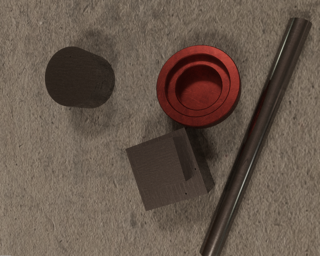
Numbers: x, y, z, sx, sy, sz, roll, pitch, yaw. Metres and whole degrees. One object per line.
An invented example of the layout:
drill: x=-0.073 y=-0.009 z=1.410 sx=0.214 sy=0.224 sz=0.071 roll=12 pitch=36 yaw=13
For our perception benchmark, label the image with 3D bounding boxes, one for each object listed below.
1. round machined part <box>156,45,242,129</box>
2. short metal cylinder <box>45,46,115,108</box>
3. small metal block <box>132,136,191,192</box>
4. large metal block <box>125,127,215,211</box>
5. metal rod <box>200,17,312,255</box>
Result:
round machined part: x=0.049 y=-0.047 z=0.377 sx=0.098 sy=0.042 sz=0.097 roll=-3 pitch=80 yaw=17
short metal cylinder: x=-0.111 y=-0.068 z=0.433 sx=0.080 sy=0.050 sz=0.079 roll=0 pitch=90 yaw=19
small metal block: x=0.002 y=0.041 z=0.354 sx=0.050 sy=0.025 sz=0.050 roll=-18 pitch=84 yaw=18
large metal block: x=0.014 y=0.050 z=0.390 sx=0.080 sy=0.050 sz=0.080 roll=-21 pitch=83 yaw=18
metal rod: x=0.111 y=0.019 z=0.369 sx=0.025 sy=0.025 sz=0.298 roll=22 pitch=97 yaw=18
